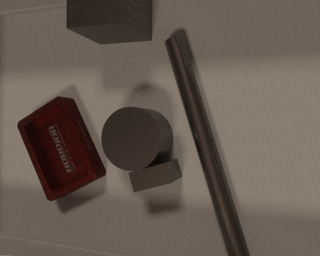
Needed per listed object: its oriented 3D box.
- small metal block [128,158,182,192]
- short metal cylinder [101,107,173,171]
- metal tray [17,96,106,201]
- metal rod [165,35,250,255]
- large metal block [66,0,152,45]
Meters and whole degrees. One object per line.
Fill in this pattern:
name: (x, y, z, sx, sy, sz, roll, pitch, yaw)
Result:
small metal block: (-0.005, 0.060, 0.398, 0.050, 0.050, 0.025, -17, 85, 19)
short metal cylinder: (-0.029, 0.013, 0.406, 0.080, 0.050, 0.079, 0, 90, 19)
metal tray: (-0.147, 0.030, 0.457, 0.090, 0.030, 0.130, -29, 81, 17)
metal rod: (0.059, 0.028, 0.389, 0.025, 0.025, 0.298, -18, 84, 19)
large metal block: (-0.062, -0.146, 0.402, 0.080, 0.080, 0.050, 1, 91, 19)
